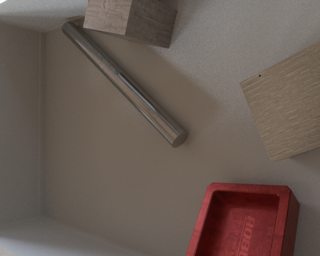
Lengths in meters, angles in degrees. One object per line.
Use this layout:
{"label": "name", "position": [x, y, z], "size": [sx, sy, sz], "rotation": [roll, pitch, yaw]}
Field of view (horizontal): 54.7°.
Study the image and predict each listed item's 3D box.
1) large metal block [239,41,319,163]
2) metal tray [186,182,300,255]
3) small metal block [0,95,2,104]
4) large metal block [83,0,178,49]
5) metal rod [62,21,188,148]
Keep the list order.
{"label": "large metal block", "position": [0.132, -0.021, 0.281], "size": [0.080, 0.050, 0.080], "rotation": [-28, 73, 36]}
{"label": "metal tray", "position": [0.074, 0.117, 0.292], "size": [0.090, 0.030, 0.130], "rotation": [-5, 48, 39]}
{"label": "small metal block", "position": [-0.406, -0.067, 0.739], "size": [0.050, 0.025, 0.050], "rotation": [-51, 60, 27]}
{"label": "large metal block", "position": [-0.038, -0.141, 0.400], "size": [0.080, 0.081, 0.050], "rotation": [22, 104, 37]}
{"label": "metal rod", "position": [-0.066, -0.078, 0.458], "size": [0.300, 0.025, 0.025], "rotation": [46, 117, 30]}
